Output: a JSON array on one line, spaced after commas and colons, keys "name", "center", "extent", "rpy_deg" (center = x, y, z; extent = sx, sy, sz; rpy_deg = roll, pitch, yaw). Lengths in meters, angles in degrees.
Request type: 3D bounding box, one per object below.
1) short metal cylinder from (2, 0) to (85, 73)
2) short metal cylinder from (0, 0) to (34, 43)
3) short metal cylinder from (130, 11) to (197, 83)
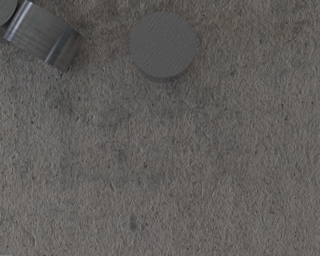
[{"name": "short metal cylinder", "center": [-0.142, -0.110, 0.381], "extent": [0.080, 0.080, 0.050], "rpy_deg": [30, 90, 0]}, {"name": "short metal cylinder", "center": [-0.208, -0.155, 0.394], "extent": [0.080, 0.050, 0.080], "rpy_deg": [0, 89, 2]}, {"name": "short metal cylinder", "center": [0.004, -0.101, 0.397], "extent": [0.081, 0.050, 0.080], "rpy_deg": [0, 90, 0]}]
